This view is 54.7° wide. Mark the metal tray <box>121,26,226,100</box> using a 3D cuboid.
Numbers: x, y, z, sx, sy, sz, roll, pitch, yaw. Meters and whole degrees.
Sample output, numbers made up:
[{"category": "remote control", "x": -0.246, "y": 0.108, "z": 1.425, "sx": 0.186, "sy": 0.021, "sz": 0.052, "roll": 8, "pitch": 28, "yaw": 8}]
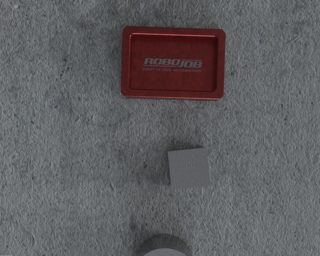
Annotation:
[{"category": "metal tray", "x": 0.017, "y": -0.083, "z": 0.407, "sx": 0.131, "sy": 0.030, "sz": 0.089, "roll": 2, "pitch": 90, "yaw": 0}]

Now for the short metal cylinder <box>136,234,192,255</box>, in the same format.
[{"category": "short metal cylinder", "x": 0.006, "y": 0.184, "z": 0.398, "sx": 0.081, "sy": 0.050, "sz": 0.080, "roll": 0, "pitch": 90, "yaw": 0}]

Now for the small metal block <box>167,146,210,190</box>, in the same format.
[{"category": "small metal block", "x": 0.037, "y": 0.052, "z": 0.410, "sx": 0.050, "sy": 0.025, "sz": 0.050, "roll": -6, "pitch": 90, "yaw": 0}]
